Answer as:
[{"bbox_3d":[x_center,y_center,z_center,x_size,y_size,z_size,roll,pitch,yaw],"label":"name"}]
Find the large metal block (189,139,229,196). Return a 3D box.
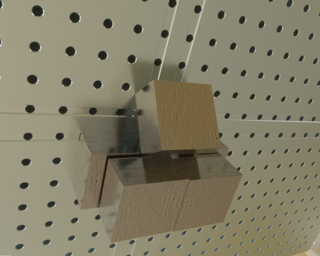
[{"bbox_3d":[0.043,0.053,0.452,0.081,0.050,0.079,-1,119,-28],"label":"large metal block"}]

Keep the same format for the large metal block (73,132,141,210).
[{"bbox_3d":[-0.061,0.052,0.396,0.081,0.050,0.079,1,118,-30],"label":"large metal block"}]

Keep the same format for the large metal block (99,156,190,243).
[{"bbox_3d":[-0.021,0.081,0.367,0.081,0.050,0.079,0,119,-29],"label":"large metal block"}]

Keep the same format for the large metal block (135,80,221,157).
[{"bbox_3d":[0.021,-0.009,0.376,0.081,0.050,0.080,0,76,-29],"label":"large metal block"}]

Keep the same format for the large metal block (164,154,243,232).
[{"bbox_3d":[0.050,0.083,0.408,0.081,0.050,0.079,0,119,-29],"label":"large metal block"}]
